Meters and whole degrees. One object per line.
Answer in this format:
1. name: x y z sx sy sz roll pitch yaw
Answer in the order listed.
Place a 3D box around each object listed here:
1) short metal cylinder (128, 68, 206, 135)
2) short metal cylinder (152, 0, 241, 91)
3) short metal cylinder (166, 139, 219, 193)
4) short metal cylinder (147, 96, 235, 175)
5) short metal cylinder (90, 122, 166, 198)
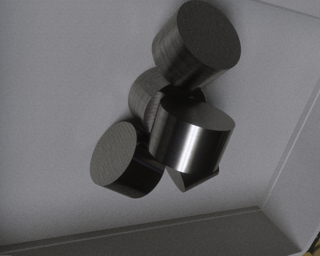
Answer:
1. short metal cylinder: 0.008 -0.028 0.376 0.081 0.050 0.079 -14 124 -21
2. short metal cylinder: 0.038 -0.086 0.330 0.081 0.080 0.050 4 159 -30
3. short metal cylinder: 0.035 0.039 0.414 0.050 0.080 0.080 -25 128 -12
4. short metal cylinder: 0.032 0.005 0.326 0.081 0.080 0.050 3 117 -30
5. short metal cylinder: -0.039 0.039 0.373 0.050 0.080 0.080 33 100 -38
